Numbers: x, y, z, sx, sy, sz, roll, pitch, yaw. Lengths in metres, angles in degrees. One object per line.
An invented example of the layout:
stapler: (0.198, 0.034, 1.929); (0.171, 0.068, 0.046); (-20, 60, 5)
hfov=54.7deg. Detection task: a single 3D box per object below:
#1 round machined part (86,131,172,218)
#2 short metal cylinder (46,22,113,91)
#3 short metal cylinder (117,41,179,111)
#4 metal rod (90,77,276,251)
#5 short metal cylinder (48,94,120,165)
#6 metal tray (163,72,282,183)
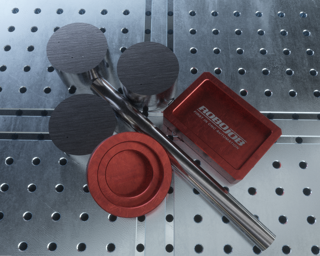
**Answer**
round machined part: (-0.039, 0.054, 0.371); (0.099, 0.042, 0.097); (1, 85, -18)
short metal cylinder: (-0.110, -0.099, 0.434); (0.081, 0.050, 0.080); (0, 70, 0)
short metal cylinder: (-0.015, -0.070, 0.423); (0.081, 0.050, 0.080); (0, 70, 0)
metal rod: (0.020, 0.037, 0.399); (0.300, 0.025, 0.025); (42, 75, 14)
short metal cylinder: (-0.094, 0.003, 0.396); (0.081, 0.050, 0.080); (0, 70, 0)
metal tray: (0.079, -0.003, 0.409); (0.130, 0.030, 0.090); (42, 76, 13)
